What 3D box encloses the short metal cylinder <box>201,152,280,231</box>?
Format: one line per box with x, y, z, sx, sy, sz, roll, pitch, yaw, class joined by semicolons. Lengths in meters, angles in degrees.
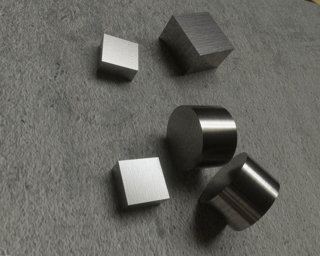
0.095;0.076;0.374;0.050;0.080;0.080;42;51;0;short metal cylinder

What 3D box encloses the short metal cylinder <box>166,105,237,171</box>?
0.050;0.011;0.388;0.050;0.080;0.080;-2;63;-29;short metal cylinder

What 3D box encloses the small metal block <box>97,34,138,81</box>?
-0.058;-0.098;0.432;0.050;0.025;0.050;11;57;-22;small metal block

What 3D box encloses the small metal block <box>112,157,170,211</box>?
-0.023;0.063;0.353;0.050;0.025;0.050;-2;63;-29;small metal block

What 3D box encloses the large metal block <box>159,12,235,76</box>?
0.059;-0.139;0.504;0.081;0.050;0.080;-20;73;-36;large metal block
